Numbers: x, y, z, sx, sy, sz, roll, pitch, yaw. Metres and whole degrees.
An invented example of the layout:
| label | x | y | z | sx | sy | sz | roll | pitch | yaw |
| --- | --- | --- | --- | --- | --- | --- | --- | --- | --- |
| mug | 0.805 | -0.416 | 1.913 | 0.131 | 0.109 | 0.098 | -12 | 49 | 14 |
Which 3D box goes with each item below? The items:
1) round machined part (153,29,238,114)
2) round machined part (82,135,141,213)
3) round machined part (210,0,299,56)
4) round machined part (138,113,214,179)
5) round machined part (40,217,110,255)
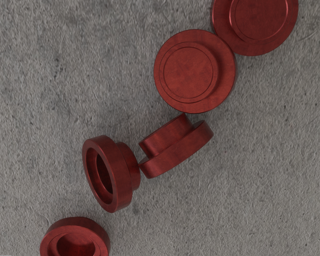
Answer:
| label | x | y | z | sx | sy | sz | roll | pitch | yaw |
| --- | --- | --- | --- | --- | --- | --- | --- | --- | --- |
| round machined part | 0.037 | -0.064 | 0.359 | 0.098 | 0.042 | 0.097 | 4 | 102 | 20 |
| round machined part | -0.061 | 0.056 | 0.401 | 0.042 | 0.098 | 0.097 | -18 | 114 | -32 |
| round machined part | 0.109 | -0.131 | 0.353 | 0.099 | 0.042 | 0.097 | 0 | 110 | 0 |
| round machined part | 0.013 | 0.017 | 0.379 | 0.098 | 0.098 | 0.042 | -34 | 92 | 11 |
| round machined part | -0.123 | 0.173 | 0.463 | 0.099 | 0.042 | 0.097 | 0 | 110 | 0 |
